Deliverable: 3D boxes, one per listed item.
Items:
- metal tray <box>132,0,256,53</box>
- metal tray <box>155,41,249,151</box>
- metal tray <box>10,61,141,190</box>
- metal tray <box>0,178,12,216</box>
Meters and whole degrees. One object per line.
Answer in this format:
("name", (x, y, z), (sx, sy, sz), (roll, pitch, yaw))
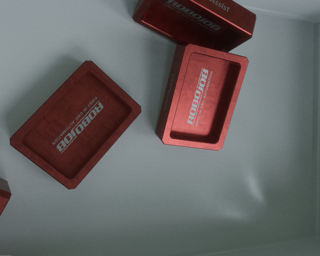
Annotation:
("metal tray", (0.041, -0.138, 0.390), (0.131, 0.090, 0.030), (22, 74, -19))
("metal tray", (0.053, -0.039, 0.407), (0.091, 0.030, 0.129), (8, 106, -20))
("metal tray", (-0.097, -0.004, 0.372), (0.090, 0.030, 0.130), (43, 76, -15))
("metal tray", (-0.193, 0.111, 0.297), (0.030, 0.090, 0.130), (32, 75, -25))
